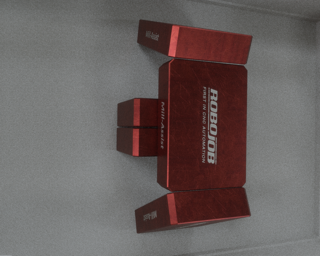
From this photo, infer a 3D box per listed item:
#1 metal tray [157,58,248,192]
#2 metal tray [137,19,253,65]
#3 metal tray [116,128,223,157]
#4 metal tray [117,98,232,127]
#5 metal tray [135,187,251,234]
[{"bbox_3d":[0.045,-0.002,0.327,0.091,0.030,0.129,1,90,-21],"label":"metal tray"},{"bbox_3d":[0.033,-0.104,0.364,0.091,0.130,0.030,1,110,-20],"label":"metal tray"},{"bbox_3d":[0.020,0.015,0.382,0.131,0.090,0.030,1,90,-20],"label":"metal tray"},{"bbox_3d":[0.021,-0.016,0.382,0.131,0.090,0.030,1,90,-20],"label":"metal tray"},{"bbox_3d":[0.031,0.099,0.363,0.091,0.129,0.030,1,68,-21],"label":"metal tray"}]
